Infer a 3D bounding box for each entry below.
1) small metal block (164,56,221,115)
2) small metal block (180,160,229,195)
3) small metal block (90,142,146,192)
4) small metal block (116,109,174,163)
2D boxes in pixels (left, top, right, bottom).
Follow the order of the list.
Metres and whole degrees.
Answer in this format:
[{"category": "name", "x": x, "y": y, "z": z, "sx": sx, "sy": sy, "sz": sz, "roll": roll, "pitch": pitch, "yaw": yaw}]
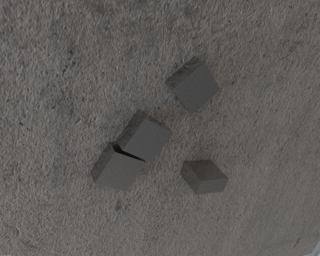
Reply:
[{"category": "small metal block", "x": 0.042, "y": -0.054, "z": 0.396, "sx": 0.050, "sy": 0.025, "sz": 0.050, "roll": -41, "pitch": 130, "yaw": 0}, {"category": "small metal block", "x": 0.067, "y": 0.074, "z": 0.473, "sx": 0.050, "sy": 0.050, "sz": 0.025, "roll": 1, "pitch": 118, "yaw": -29}, {"category": "small metal block", "x": -0.055, "y": 0.052, "z": 0.409, "sx": 0.050, "sy": 0.025, "sz": 0.050, "roll": 24, "pitch": 105, "yaw": -37}, {"category": "small metal block", "x": -0.020, "y": 0.011, "z": 0.403, "sx": 0.050, "sy": 0.025, "sz": 0.050, "roll": 29, "pitch": 103, "yaw": -38}]
